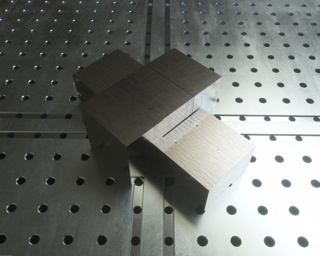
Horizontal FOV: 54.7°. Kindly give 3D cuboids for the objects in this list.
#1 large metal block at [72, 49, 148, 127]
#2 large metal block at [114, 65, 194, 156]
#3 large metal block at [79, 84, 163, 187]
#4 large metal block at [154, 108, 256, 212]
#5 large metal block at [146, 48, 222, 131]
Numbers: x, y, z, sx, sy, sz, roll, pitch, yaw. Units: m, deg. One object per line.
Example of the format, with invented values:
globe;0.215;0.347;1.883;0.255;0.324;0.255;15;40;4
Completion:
large metal block;-0.061;-0.056;0.435;0.080;0.050;0.080;37;60;26
large metal block;-0.008;-0.019;0.388;0.050;0.080;0.080;-37;60;-27
large metal block;-0.043;0.009;0.365;0.050;0.080;0.080;-37;60;-27
large metal block;0.050;0.034;0.363;0.080;0.050;0.080;-37;60;-26
large metal block;0.029;-0.045;0.411;0.050;0.080;0.080;-37;60;-27
